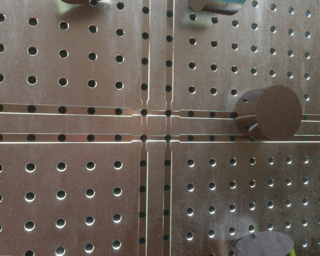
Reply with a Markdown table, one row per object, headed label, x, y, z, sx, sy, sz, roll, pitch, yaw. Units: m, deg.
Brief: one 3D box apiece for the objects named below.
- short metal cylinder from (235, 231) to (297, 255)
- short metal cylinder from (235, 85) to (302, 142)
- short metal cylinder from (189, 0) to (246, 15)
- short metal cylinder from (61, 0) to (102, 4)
| label | x | y | z | sx | sy | sz | roll | pitch | yaw |
| --- | --- | --- | --- | --- | --- | --- | --- | --- | --- |
| short metal cylinder | 0.153 | 0.190 | 0.440 | 0.081 | 0.080 | 0.050 | -17 | 96 | -19 |
| short metal cylinder | 0.160 | -0.021 | 0.458 | 0.081 | 0.050 | 0.079 | 0 | 90 | -20 |
| short metal cylinder | 0.078 | -0.194 | 0.412 | 0.050 | 0.080 | 0.079 | 0 | 90 | -20 |
| short metal cylinder | -0.083 | -0.182 | 0.352 | 0.081 | 0.080 | 0.050 | -19 | 97 | -19 |
